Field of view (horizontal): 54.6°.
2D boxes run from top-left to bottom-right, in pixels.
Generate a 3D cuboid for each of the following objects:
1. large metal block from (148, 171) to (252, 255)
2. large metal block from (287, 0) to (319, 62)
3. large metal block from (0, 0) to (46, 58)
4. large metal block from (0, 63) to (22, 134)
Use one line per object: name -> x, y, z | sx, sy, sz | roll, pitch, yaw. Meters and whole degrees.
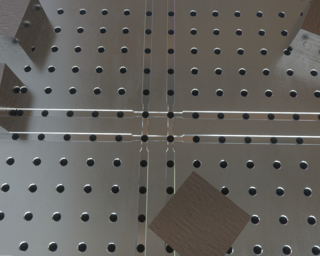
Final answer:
large metal block -> 0.043, 0.110, 0.359 | 0.080, 0.050, 0.080 | 38, 74, 13
large metal block -> 0.246, -0.144, 0.452 | 0.080, 0.050, 0.080 | 25, 72, 9
large metal block -> -0.227, -0.157, 0.455 | 0.080, 0.050, 0.080 | 10, 70, 4
large metal block -> -0.242, -0.039, 0.412 | 0.080, 0.050, 0.080 | 1, 70, 0
